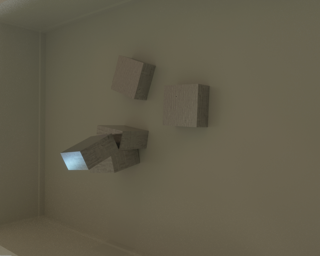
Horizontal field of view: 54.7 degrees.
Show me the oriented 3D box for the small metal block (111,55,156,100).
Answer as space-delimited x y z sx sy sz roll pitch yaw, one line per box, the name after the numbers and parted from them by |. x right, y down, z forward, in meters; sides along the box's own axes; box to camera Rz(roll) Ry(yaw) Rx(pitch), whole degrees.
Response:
-0.038 -0.071 0.436 0.050 0.025 0.050 26 106 36 | small metal block

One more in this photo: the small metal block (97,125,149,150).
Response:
-0.052 0.012 0.432 0.050 0.050 0.025 12 98 39 | small metal block

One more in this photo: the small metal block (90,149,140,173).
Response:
-0.066 0.045 0.440 0.050 0.050 0.025 -7 96 39 | small metal block

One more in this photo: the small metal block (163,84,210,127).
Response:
0.032 -0.027 0.379 0.050 0.025 0.050 4 92 39 | small metal block

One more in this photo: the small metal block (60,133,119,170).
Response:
-0.090 0.031 0.398 0.050 0.050 0.025 -8 108 46 | small metal block
